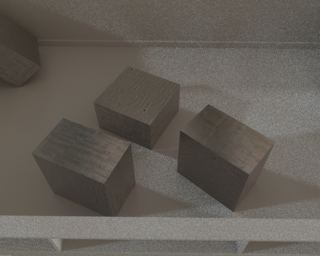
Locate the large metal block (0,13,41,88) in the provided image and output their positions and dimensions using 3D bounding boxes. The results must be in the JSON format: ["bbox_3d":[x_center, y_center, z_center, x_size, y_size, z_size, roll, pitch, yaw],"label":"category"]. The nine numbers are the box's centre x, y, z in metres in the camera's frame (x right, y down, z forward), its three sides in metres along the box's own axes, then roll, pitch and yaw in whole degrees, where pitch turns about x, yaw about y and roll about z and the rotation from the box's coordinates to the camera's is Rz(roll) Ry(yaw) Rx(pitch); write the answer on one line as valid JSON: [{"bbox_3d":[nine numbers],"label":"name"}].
[{"bbox_3d":[-0.231,-0.120,0.459,0.050,0.080,0.080,-37,50,18],"label":"large metal block"}]

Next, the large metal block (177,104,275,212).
[{"bbox_3d":[0.067,0.033,0.341,0.080,0.080,0.050,33,58,25],"label":"large metal block"}]

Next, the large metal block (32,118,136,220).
[{"bbox_3d":[-0.076,0.045,0.331,0.080,0.080,0.050,19,53,15],"label":"large metal block"}]

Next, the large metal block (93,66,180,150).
[{"bbox_3d":[-0.028,-0.029,0.413,0.080,0.050,0.080,22,54,18],"label":"large metal block"}]
